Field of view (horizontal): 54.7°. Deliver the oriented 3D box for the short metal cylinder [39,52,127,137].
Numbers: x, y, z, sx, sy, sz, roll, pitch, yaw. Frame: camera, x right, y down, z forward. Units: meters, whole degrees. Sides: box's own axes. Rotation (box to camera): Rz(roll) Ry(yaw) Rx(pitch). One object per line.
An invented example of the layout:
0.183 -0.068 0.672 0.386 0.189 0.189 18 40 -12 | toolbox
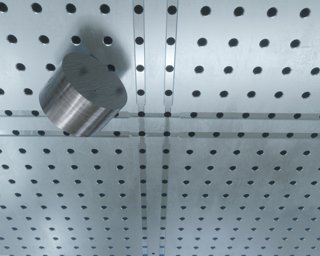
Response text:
-0.084 -0.037 0.343 0.080 0.080 0.050 33 123 -25 | short metal cylinder
